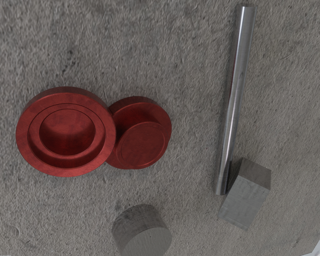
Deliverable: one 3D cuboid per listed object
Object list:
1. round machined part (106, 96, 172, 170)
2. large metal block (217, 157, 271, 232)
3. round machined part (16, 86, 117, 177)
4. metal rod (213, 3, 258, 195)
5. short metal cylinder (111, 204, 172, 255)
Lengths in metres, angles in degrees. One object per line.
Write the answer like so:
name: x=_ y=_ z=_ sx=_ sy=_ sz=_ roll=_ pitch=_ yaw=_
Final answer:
round machined part: x=-0.029 y=0.013 z=0.388 sx=0.099 sy=0.042 sz=0.097 roll=-14 pitch=124 yaw=-21
large metal block: x=0.139 y=0.105 z=0.505 sx=0.079 sy=0.050 sz=0.080 roll=-69 pitch=167 yaw=21
round machined part: x=-0.099 y=0.001 z=0.335 sx=0.099 sy=0.042 sz=0.097 roll=-7 pitch=117 yaw=-13
metal rod: x=0.104 y=-0.021 z=0.450 sx=0.025 sy=0.025 sz=0.298 roll=-13 pitch=124 yaw=-21
short metal cylinder: x=-0.028 y=0.165 z=0.478 sx=0.081 sy=0.050 sz=0.079 roll=-14 pitch=124 yaw=-21
